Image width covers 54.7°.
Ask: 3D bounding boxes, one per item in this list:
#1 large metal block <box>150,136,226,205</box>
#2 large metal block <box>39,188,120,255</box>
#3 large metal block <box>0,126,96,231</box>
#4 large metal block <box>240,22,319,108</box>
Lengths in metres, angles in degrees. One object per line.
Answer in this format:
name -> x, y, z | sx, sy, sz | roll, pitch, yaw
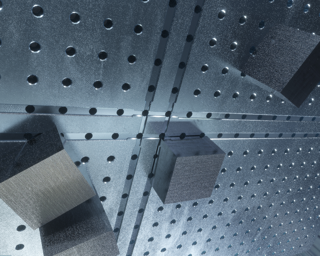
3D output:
large metal block -> 0.039, 0.060, 0.455 | 0.081, 0.050, 0.079 | -1, 119, -28
large metal block -> -0.107, 0.135, 0.402 | 0.081, 0.080, 0.050 | -19, 126, -18
large metal block -> -0.133, 0.058, 0.359 | 0.080, 0.050, 0.080 | -29, 129, -10
large metal block -> 0.171, -0.086, 0.418 | 0.050, 0.080, 0.080 | 26, 104, -38
